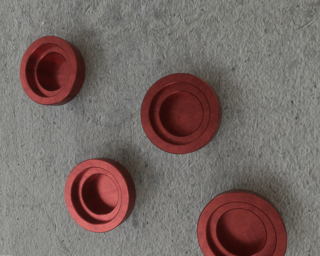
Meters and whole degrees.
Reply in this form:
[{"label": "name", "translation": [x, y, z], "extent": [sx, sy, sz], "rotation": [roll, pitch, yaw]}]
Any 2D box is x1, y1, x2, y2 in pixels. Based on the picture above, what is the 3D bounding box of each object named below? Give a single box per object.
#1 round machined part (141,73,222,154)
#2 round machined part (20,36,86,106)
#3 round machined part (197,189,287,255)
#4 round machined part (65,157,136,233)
[{"label": "round machined part", "translation": [0.029, -0.017, 0.390], "extent": [0.098, 0.042, 0.097], "rotation": [0, 90, 20]}, {"label": "round machined part", "translation": [-0.151, -0.081, 0.453], "extent": [0.098, 0.042, 0.097], "rotation": [0, 90, 20]}, {"label": "round machined part", "translation": [0.097, 0.120, 0.366], "extent": [0.098, 0.042, 0.097], "rotation": [0, 90, 20]}, {"label": "round machined part", "translation": [-0.078, 0.089, 0.427], "extent": [0.098, 0.042, 0.097], "rotation": [0, 90, 20]}]
